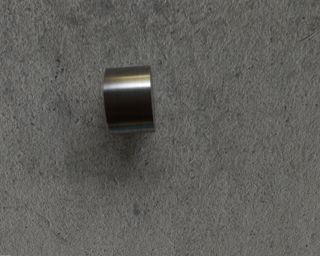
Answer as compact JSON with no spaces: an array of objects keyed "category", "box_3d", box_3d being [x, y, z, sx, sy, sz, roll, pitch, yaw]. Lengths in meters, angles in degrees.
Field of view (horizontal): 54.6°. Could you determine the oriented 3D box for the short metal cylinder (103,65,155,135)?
[{"category":"short metal cylinder","box_3d":[-0.033,-0.033,0.368,0.050,0.080,0.080,-4,110,1]}]
